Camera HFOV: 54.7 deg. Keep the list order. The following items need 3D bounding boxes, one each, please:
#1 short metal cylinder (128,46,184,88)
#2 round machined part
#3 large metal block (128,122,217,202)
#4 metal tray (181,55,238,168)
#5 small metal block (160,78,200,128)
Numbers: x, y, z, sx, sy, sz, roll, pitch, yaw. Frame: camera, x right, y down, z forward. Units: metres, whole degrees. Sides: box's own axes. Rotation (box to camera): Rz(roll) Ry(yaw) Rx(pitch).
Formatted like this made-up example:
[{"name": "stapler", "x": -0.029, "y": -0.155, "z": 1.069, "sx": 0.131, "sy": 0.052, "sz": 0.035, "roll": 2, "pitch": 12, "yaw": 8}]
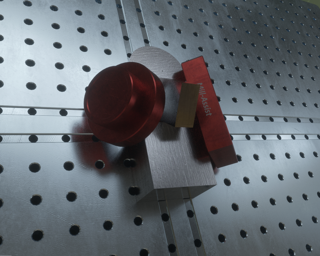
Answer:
[{"name": "short metal cylinder", "x": -0.012, "y": -0.064, "z": 0.423, "sx": 0.081, "sy": 0.050, "sz": 0.080, "roll": 14, "pitch": 56, "yaw": -21}, {"name": "round machined part", "x": -0.047, "y": -0.031, "z": 0.350, "sx": 0.042, "sy": 0.098, "sz": 0.098, "roll": 29, "pitch": 43, "yaw": -55}, {"name": "large metal block", "x": 0.012, "y": 0.040, "z": 0.373, "sx": 0.081, "sy": 0.050, "sz": 0.080, "roll": 2, "pitch": 61, "yaw": -27}, {"name": "metal tray", "x": 0.067, "y": -0.020, "z": 0.416, "sx": 0.030, "sy": 0.090, "sz": 0.130, "roll": -19, "pitch": 64, "yaw": 11}, {"name": "small metal block", "x": 0.019, "y": -0.031, "z": 0.366, "sx": 0.025, "sy": 0.050, "sz": 0.050, "roll": 2, "pitch": 103, "yaw": -31}]
